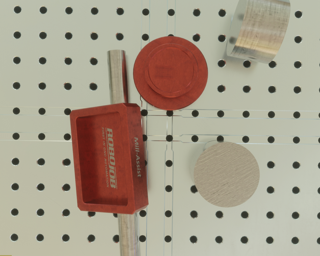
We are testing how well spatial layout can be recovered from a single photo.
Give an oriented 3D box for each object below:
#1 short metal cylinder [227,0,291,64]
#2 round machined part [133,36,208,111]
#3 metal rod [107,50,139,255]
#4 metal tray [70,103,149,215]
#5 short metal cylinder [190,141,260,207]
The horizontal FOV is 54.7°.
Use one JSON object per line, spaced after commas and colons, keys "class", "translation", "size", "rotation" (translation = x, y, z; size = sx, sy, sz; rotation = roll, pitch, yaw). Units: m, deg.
{"class": "short metal cylinder", "translation": [0.120, -0.125, 0.386], "size": [0.050, 0.080, 0.080], "rotation": [12, 90, 0]}
{"class": "round machined part", "translation": [0.014, -0.072, 0.405], "size": [0.099, 0.042, 0.097], "rotation": [0, 90, 0]}
{"class": "metal rod", "translation": [-0.048, 0.048, 0.412], "size": [0.025, 0.025, 0.298], "rotation": [-4, 90, 0]}
{"class": "metal tray", "translation": [-0.065, 0.038, 0.388], "size": [0.090, 0.030, 0.129], "rotation": [-5, 89, 30]}
{"class": "short metal cylinder", "translation": [0.081, 0.057, 0.401], "size": [0.081, 0.050, 0.080], "rotation": [0, 90, 0]}
